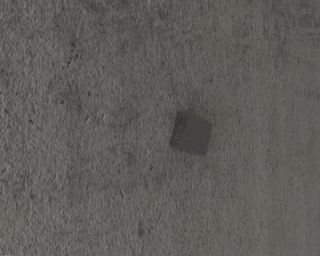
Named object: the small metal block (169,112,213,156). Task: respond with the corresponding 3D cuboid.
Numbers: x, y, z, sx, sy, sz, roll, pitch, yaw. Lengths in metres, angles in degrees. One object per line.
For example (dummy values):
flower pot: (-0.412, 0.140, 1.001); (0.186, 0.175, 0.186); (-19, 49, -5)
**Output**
small metal block: (0.045, 0.009, 0.441); (0.050, 0.025, 0.050); (23, 75, -38)
